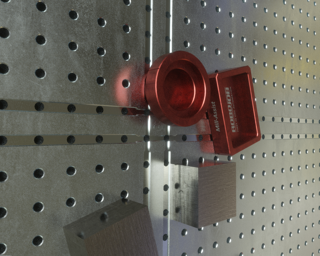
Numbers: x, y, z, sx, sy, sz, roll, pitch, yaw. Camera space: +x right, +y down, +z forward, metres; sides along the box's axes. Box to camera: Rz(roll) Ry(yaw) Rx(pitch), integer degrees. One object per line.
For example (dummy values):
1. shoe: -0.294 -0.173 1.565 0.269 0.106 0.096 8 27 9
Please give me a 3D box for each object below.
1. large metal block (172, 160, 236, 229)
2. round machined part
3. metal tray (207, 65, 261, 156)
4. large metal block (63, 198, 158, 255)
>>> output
1. large metal block: 0.065 0.090 0.447 0.081 0.050 0.080 -1 91 -40
2. round machined part: 0.019 -0.051 0.414 0.099 0.042 0.097 0 90 -40
3. metal tray: 0.119 -0.030 0.505 0.091 0.030 0.129 -20 103 -38
4. large metal block: -0.052 0.136 0.349 0.081 0.050 0.080 -19 102 -38
